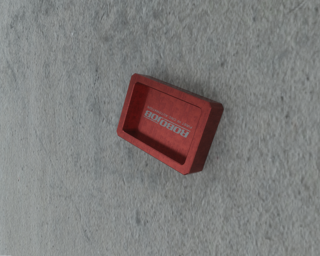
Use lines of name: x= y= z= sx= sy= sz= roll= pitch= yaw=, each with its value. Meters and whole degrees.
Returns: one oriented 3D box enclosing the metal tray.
metal tray: x=0.007 y=-0.009 z=0.394 sx=0.130 sy=0.030 sz=0.089 roll=27 pitch=107 yaw=36
